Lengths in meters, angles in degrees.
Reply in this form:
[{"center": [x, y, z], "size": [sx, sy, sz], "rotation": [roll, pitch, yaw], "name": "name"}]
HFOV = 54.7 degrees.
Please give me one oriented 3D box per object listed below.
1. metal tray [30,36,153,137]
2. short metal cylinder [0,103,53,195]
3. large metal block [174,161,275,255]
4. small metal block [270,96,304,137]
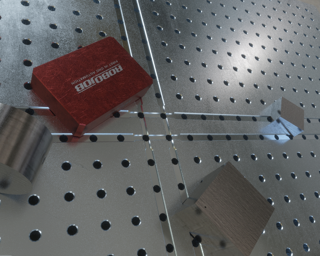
[{"center": [-0.083, -0.058, 0.397], "size": [0.090, 0.030, 0.131], "rotation": [47, 51, 5], "name": "metal tray"}, {"center": [-0.146, 0.021, 0.282], "size": [0.080, 0.080, 0.050], "rotation": [22, 54, -15], "name": "short metal cylinder"}, {"center": [0.078, 0.101, 0.374], "size": [0.080, 0.050, 0.080], "rotation": [47, 51, 4], "name": "large metal block"}, {"center": [0.224, -0.020, 0.544], "size": [0.050, 0.025, 0.050], "rotation": [29, 52, -10], "name": "small metal block"}]
